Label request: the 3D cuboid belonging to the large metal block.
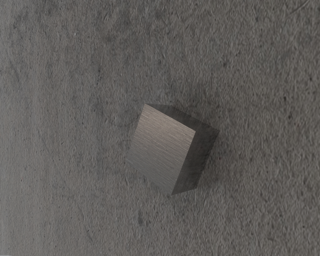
[{"bbox_3d":[0.013,0.023,0.379,0.080,0.050,0.080,31,109,36],"label":"large metal block"}]
